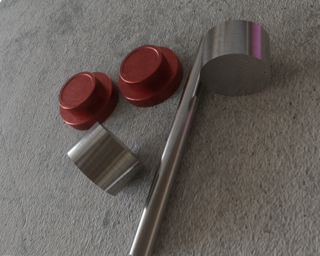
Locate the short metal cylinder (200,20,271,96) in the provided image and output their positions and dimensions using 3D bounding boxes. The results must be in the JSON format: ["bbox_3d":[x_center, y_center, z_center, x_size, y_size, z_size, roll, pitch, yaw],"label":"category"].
[{"bbox_3d":[0.090,-0.081,0.370,0.080,0.080,0.050,-5,60,25],"label":"short metal cylinder"}]

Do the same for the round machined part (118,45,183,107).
[{"bbox_3d":[-0.019,-0.082,0.452,0.098,0.042,0.098,-13,56,20],"label":"round machined part"}]

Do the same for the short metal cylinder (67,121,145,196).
[{"bbox_3d":[-0.065,0.037,0.379,0.050,0.080,0.080,-46,52,-4],"label":"short metal cylinder"}]

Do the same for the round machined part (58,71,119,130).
[{"bbox_3d":[-0.117,-0.049,0.482,0.098,0.042,0.098,-13,56,20],"label":"round machined part"}]

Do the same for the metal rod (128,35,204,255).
[{"bbox_3d":[0.024,0.007,0.385,0.025,0.025,0.300,6,64,30],"label":"metal rod"}]
